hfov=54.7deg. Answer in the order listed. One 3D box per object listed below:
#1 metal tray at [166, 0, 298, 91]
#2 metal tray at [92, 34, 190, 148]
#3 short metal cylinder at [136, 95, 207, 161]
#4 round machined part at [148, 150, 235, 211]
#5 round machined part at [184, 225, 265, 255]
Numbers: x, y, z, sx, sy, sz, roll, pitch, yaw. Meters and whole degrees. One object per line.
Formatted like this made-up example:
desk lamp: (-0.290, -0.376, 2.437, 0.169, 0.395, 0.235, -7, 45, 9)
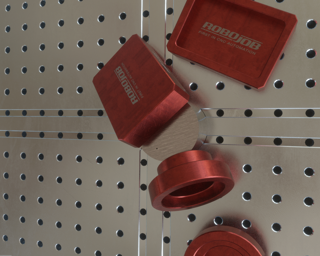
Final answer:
metal tray: (0.085, -0.111, 0.379, 0.130, 0.030, 0.090, 27, 99, 17)
metal tray: (-0.030, -0.050, 0.388, 0.090, 0.030, 0.130, -44, 47, 14)
short metal cylinder: (0.016, 0.000, 0.393, 0.080, 0.050, 0.079, 0, 90, 20)
round machined part: (0.034, 0.060, 0.367, 0.098, 0.098, 0.042, -26, 57, 18)
round machined part: (0.080, 0.167, 0.375, 0.098, 0.042, 0.097, 0, 90, 19)
